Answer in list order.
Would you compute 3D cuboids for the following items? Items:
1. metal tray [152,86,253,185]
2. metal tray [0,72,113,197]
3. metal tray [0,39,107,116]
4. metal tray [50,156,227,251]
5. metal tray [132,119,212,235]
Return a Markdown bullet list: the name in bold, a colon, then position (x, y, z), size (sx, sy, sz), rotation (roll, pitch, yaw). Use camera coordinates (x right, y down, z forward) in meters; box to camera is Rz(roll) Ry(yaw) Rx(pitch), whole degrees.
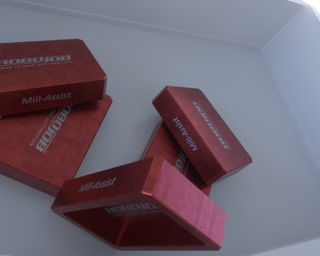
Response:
- **metal tray**: position (0.056, 0.005, 0.405), size (0.091, 0.030, 0.130), rotation (-6, 57, -54)
- **metal tray**: position (-0.118, -0.001, 0.340), size (0.090, 0.030, 0.130), rotation (28, 52, -11)
- **metal tray**: position (-0.136, -0.060, 0.340), size (0.131, 0.030, 0.090), rotation (-13, 48, -28)
- **metal tray**: position (-0.022, 0.073, 0.267), size (0.090, 0.130, 0.030), rotation (43, 47, -28)
- **metal tray**: position (0.019, 0.054, 0.381), size (0.090, 0.030, 0.130), rotation (32, 51, -8)
